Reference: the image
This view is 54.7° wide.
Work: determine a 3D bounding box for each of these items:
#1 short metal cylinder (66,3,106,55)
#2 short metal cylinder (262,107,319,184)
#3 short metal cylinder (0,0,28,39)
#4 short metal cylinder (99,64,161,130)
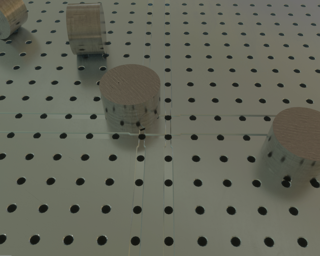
[{"bbox_3d":[-0.118,-0.161,0.506,0.050,0.080,0.080,-3,50,-3],"label":"short metal cylinder"},{"bbox_3d":[0.171,0.021,0.376,0.081,0.050,0.080,0,50,0],"label":"short metal cylinder"},{"bbox_3d":[-0.282,-0.203,0.539,0.080,0.080,0.050,15,52,12],"label":"short metal cylinder"},{"bbox_3d":[-0.040,-0.043,0.427,0.081,0.050,0.080,0,50,0],"label":"short metal cylinder"}]
